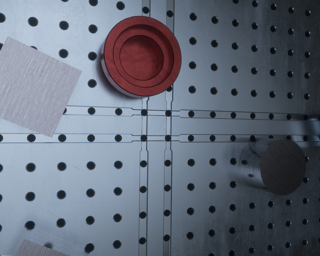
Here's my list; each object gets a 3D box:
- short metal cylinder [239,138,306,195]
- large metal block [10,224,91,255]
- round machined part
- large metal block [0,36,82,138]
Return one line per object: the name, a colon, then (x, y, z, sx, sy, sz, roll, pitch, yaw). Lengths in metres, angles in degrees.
short metal cylinder: (0.166, 0.055, 0.460, 0.081, 0.050, 0.080, 0, 90, -20)
large metal block: (-0.134, 0.169, 0.350, 0.080, 0.050, 0.080, 30, 80, -18)
round machined part: (-0.026, -0.087, 0.394, 0.099, 0.042, 0.097, 0, 90, -20)
large metal block: (-0.144, -0.042, 0.346, 0.080, 0.050, 0.080, 24, 82, -19)
